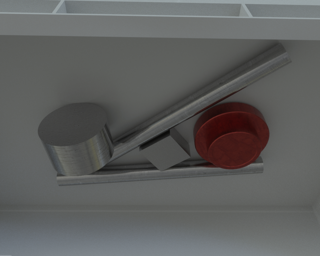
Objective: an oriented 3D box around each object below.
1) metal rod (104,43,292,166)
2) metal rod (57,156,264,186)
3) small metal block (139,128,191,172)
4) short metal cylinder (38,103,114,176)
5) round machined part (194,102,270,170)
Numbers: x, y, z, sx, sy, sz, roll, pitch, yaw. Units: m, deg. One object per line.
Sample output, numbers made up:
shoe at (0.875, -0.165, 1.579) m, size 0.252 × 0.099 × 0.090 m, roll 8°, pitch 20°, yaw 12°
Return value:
metal rod at (0.017, -0.015, 0.395) m, size 0.300 × 0.025 × 0.025 m, roll -29°, pitch 125°, yaw 22°
metal rod at (-0.001, 0.065, 0.462) m, size 0.302 × 0.025 × 0.025 m, roll -4°, pitch 130°, yaw 3°
small metal block at (0.007, 0.028, 0.430) m, size 0.050 × 0.025 × 0.050 m, roll -29°, pitch 125°, yaw 22°
short metal cylinder at (-0.101, 0.013, 0.381) m, size 0.080 × 0.080 × 0.050 m, roll -4°, pitch 130°, yaw 3°
round machined part at (0.095, 0.017, 0.410) m, size 0.099 × 0.042 × 0.097 m, roll -1°, pitch 130°, yaw 0°
